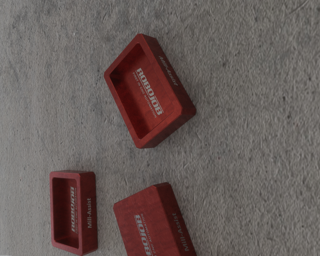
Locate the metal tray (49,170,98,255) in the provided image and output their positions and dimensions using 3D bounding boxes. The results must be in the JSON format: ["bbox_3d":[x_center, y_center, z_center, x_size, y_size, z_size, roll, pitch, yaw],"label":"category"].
[{"bbox_3d":[-0.148,0.138,0.523,0.090,0.030,0.129,-4,87,40],"label":"metal tray"}]

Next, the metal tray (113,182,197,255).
[{"bbox_3d":[-0.006,0.148,0.407,0.090,0.030,0.130,-32,70,35],"label":"metal tray"}]

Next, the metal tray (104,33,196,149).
[{"bbox_3d":[-0.018,-0.049,0.416,0.090,0.030,0.130,-40,66,32],"label":"metal tray"}]
